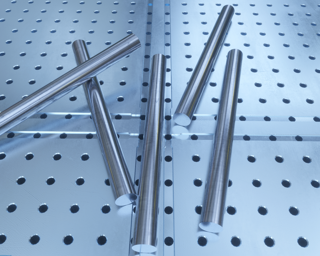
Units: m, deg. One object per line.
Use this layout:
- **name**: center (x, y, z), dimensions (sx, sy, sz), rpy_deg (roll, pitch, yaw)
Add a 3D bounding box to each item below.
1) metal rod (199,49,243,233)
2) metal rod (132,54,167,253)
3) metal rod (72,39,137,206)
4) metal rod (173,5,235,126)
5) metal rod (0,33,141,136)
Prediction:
- **metal rod**: center (0.088, -0.008, 0.415), dimensions (0.025, 0.025, 0.300), rpy_deg (11, 51, 8)
- **metal rod**: center (-0.008, 0.005, 0.403), dimensions (0.025, 0.025, 0.300), rpy_deg (2, 50, 1)
- **metal rod**: center (-0.086, -0.030, 0.431), dimensions (0.025, 0.025, 0.299), rpy_deg (-15, 52, -12)
- **metal rod**: center (0.081, -0.119, 0.508), dimensions (0.025, 0.025, 0.301), rpy_deg (16, 52, 12)
- **metal rod**: center (-0.150, -0.046, 0.420), dimensions (0.301, 0.025, 0.025), rpy_deg (-37, 59, -19)
